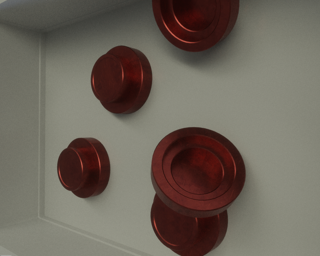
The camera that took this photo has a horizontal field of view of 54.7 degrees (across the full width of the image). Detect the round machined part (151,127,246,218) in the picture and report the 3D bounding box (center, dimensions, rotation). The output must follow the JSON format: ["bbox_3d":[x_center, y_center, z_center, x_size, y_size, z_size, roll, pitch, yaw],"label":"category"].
[{"bbox_3d":[0.039,0.050,0.339,0.098,0.099,0.042,53,156,26],"label":"round machined part"}]

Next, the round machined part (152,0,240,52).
[{"bbox_3d":[0.043,-0.138,0.343,0.098,0.042,0.097,22,130,30],"label":"round machined part"}]

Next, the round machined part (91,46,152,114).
[{"bbox_3d":[-0.062,-0.069,0.444,0.098,0.042,0.097,0,90,39],"label":"round machined part"}]

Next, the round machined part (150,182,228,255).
[{"bbox_3d":[0.027,0.107,0.372,0.098,0.042,0.097,0,90,39],"label":"round machined part"}]

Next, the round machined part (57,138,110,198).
[{"bbox_3d":[-0.129,0.064,0.499,0.098,0.042,0.097,0,90,39],"label":"round machined part"}]
